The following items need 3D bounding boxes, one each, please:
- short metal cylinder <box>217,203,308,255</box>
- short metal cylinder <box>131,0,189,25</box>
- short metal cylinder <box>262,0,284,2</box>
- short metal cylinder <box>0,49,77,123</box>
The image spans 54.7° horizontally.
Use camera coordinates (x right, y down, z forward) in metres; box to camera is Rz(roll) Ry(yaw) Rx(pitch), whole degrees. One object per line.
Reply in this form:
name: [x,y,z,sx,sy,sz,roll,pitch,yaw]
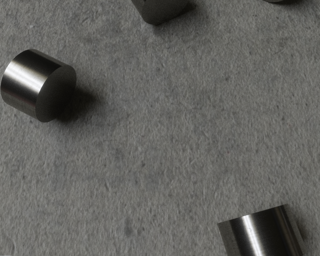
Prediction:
short metal cylinder: [0.109,0.118,0.337,0.081,0.080,0.050,-14,71,-5]
short metal cylinder: [-0.002,-0.199,0.452,0.080,0.080,0.050,-27,73,-10]
short metal cylinder: [0.175,-0.241,0.469,0.080,0.080,0.050,29,73,10]
short metal cylinder: [-0.153,-0.054,0.397,0.050,0.080,0.080,27,72,9]
